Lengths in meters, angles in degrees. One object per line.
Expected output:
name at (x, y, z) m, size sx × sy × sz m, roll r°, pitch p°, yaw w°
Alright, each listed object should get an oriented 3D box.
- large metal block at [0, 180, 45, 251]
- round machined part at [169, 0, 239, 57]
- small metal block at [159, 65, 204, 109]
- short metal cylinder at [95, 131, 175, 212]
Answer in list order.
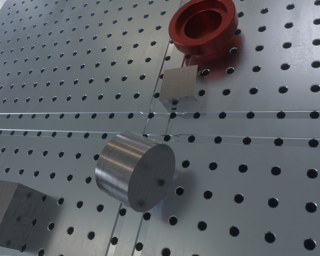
large metal block at (-0.223, 0.120, 0.436) m, size 0.080 × 0.050 × 0.080 m, roll 1°, pitch 62°, yaw 28°
round machined part at (0.066, -0.144, 0.451) m, size 0.098 × 0.042 × 0.098 m, roll -13°, pitch 56°, yaw 21°
small metal block at (0.030, -0.056, 0.427) m, size 0.050 × 0.025 × 0.050 m, roll -4°, pitch 60°, yaw 26°
short metal cylinder at (-0.027, 0.049, 0.357) m, size 0.050 × 0.080 × 0.080 m, roll 19°, pitch 72°, yaw 35°
